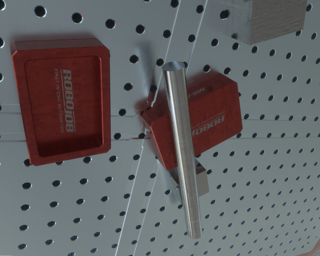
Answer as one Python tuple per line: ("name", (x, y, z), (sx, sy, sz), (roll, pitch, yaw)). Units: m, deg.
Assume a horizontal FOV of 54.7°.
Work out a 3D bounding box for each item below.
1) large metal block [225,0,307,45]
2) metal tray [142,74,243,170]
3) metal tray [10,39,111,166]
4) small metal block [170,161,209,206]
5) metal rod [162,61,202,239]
("large metal block", (0.126, -0.153, 0.369), (0.081, 0.050, 0.079), (-20, 126, -17))
("metal tray", (0.049, -0.008, 0.430), (0.131, 0.030, 0.090), (-27, 128, -12))
("metal tray", (-0.102, -0.027, 0.335), (0.091, 0.030, 0.129), (-10, 123, -23))
("small metal block", (0.048, 0.088, 0.491), (0.050, 0.025, 0.050), (-24, 127, -14))
("metal rod", (0.036, 0.052, 0.423), (0.025, 0.025, 0.298), (-22, 127, -16))
